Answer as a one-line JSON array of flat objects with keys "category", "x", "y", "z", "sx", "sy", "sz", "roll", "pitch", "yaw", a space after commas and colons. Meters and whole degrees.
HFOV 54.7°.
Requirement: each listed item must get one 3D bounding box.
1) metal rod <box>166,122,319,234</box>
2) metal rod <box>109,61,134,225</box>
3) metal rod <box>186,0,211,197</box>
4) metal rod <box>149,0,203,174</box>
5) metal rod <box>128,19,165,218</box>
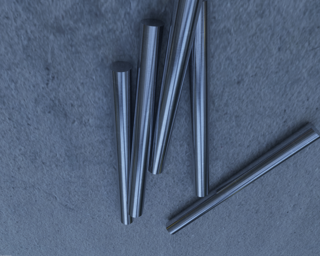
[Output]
[{"category": "metal rod", "x": 0.113, "y": 0.092, "z": 0.486, "sx": 0.025, "sy": 0.025, "sz": 0.299, "roll": 31, "pitch": 123, "yaw": -24}, {"category": "metal rod", "x": -0.051, "y": 0.044, "z": 0.444, "sx": 0.025, "sy": 0.025, "sz": 0.298, "roll": 2, "pitch": 130, "yaw": -2}, {"category": "metal rod", "x": 0.051, "y": -0.013, "z": 0.396, "sx": 0.025, "sy": 0.025, "sz": 0.298, "roll": -5, "pitch": 130, "yaw": 3}, {"category": "metal rod", "x": 0.013, "y": -0.044, "z": 0.351, "sx": 0.025, "sy": 0.025, "sz": 0.298, "roll": 5, "pitch": 136, "yaw": -5}, {"category": "metal rod", "x": -0.023, "y": 0.012, "z": 0.403, "sx": 0.025, "sy": 0.025, "sz": 0.298, "roll": 4, "pitch": 126, "yaw": -4}]
